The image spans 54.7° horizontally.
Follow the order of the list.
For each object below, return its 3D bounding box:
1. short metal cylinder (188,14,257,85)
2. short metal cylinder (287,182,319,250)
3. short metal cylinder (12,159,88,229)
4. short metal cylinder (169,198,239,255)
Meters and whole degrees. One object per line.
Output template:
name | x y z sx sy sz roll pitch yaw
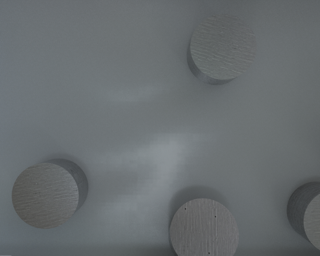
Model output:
short metal cylinder | 0.077 -0.098 0.399 0.081 0.050 0.080 0 90 0
short metal cylinder | 0.214 0.114 0.400 0.081 0.050 0.080 0 90 0
short metal cylinder | -0.138 0.082 0.398 0.081 0.050 0.080 0 90 0
short metal cylinder | 0.052 0.132 0.385 0.081 0.050 0.080 1 66 -1
